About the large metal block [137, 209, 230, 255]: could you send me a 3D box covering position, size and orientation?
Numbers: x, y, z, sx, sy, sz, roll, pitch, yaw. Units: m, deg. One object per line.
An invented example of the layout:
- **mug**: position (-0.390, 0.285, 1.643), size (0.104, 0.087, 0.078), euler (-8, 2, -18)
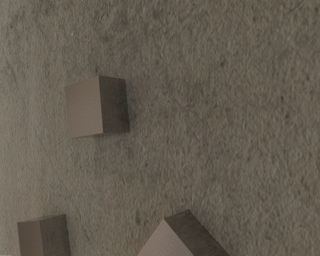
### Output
- **large metal block**: position (0.026, 0.158, 0.366), size (0.080, 0.050, 0.080), euler (45, 117, 30)

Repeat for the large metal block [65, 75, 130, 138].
- **large metal block**: position (-0.095, -0.028, 0.464), size (0.080, 0.050, 0.080), euler (-9, 85, 39)

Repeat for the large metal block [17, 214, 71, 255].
- **large metal block**: position (-0.209, 0.203, 0.558), size (0.080, 0.050, 0.080), euler (-17, 79, 38)
